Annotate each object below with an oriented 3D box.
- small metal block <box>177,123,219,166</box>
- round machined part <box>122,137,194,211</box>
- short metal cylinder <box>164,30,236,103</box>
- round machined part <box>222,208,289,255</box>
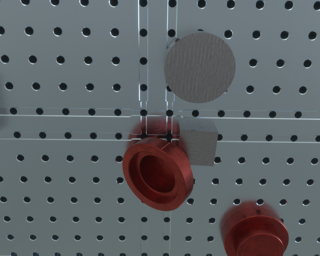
[{"bbox_3d":[0.049,0.023,0.422,0.050,0.025,0.050,4,110,-2],"label":"small metal block"},{"bbox_3d":[0.002,0.056,0.409,0.098,0.042,0.097,16,121,30],"label":"round machined part"},{"bbox_3d":[0.045,-0.075,0.373,0.081,0.050,0.079,0,110,0],"label":"short metal cylinder"},{"bbox_3d":[0.147,0.174,0.470,0.099,0.042,0.097,0,110,0],"label":"round machined part"}]
